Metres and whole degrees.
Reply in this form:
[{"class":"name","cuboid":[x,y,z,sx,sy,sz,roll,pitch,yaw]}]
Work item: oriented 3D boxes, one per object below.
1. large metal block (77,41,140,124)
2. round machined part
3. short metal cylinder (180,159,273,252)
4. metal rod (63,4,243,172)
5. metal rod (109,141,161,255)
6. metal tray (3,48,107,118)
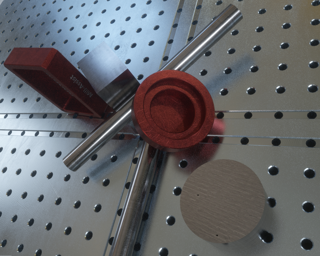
[{"class":"large metal block","cuboid":[-0.062,-0.064,0.444,0.050,0.080,0.080,-40,51,1]},{"class":"round machined part","cuboid":[0.013,-0.018,0.379,0.099,0.042,0.098,4,74,-14]},{"class":"short metal cylinder","cuboid":[0.067,0.078,0.309,0.080,0.050,0.080,-13,56,20]},{"class":"metal rod","cuboid":[-0.013,-0.050,0.412,0.300,0.025,0.025,-42,51,5]},{"class":"metal rod","cuboid":[-0.025,0.074,0.374,0.025,0.025,0.300,2,62,29]},{"class":"metal tray","cuboid":[-0.147,-0.064,0.455,0.090,0.130,0.030,9,67,32]}]
